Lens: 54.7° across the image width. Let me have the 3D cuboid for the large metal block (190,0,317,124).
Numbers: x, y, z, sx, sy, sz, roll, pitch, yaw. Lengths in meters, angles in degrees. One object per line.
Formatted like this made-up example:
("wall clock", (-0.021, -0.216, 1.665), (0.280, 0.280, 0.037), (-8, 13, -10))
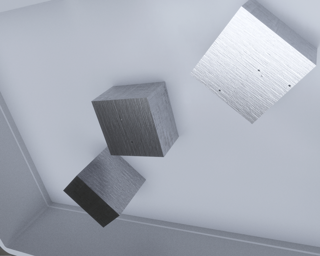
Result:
("large metal block", (0.091, -0.065, 0.304), (0.080, 0.050, 0.080), (39, 129, 1))

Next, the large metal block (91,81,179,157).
("large metal block", (-0.030, -0.011, 0.400), (0.080, 0.050, 0.080), (-1, 118, 28))

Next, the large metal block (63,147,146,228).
("large metal block", (-0.081, 0.086, 0.467), (0.080, 0.080, 0.050), (44, 129, -3))
